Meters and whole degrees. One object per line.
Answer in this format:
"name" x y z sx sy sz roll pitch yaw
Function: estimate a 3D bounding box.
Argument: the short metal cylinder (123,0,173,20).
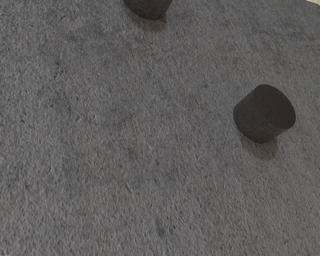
"short metal cylinder" -0.016 -0.229 0.518 0.081 0.050 0.080 14 56 -21

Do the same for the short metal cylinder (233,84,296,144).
"short metal cylinder" 0.164 -0.022 0.489 0.081 0.050 0.080 14 56 -21
